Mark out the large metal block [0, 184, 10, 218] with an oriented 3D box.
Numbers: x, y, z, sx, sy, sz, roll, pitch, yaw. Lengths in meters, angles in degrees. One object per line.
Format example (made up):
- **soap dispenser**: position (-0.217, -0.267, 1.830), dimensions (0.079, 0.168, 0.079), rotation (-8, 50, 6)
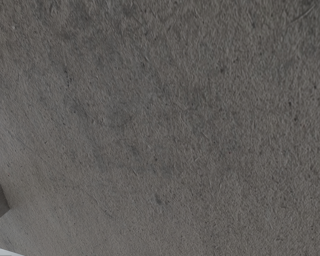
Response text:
- **large metal block**: position (-0.393, 0.172, 0.685), dimensions (0.050, 0.080, 0.079), rotation (12, 123, 22)
